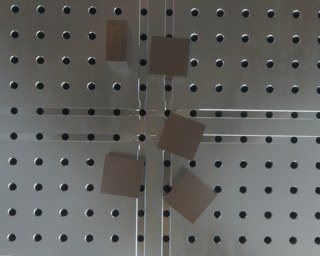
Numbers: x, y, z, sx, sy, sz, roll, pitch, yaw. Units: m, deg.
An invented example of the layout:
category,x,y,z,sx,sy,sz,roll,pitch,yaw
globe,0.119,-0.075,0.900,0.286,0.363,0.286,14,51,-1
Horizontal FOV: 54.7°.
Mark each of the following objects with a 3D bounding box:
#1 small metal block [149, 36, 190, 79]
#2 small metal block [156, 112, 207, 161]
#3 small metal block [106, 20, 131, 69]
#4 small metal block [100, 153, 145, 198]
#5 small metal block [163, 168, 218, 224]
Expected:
category,x,y,z,sx,sy,sz,roll,pitch,yaw
small metal block,0.012,-0.093,0.414,0.050,0.025,0.050,5,90,-1
small metal block,0.028,0.011,0.414,0.050,0.025,0.050,21,90,-1
small metal block,-0.053,-0.106,0.400,0.025,0.050,0.050,1,90,0
small metal block,-0.049,0.063,0.413,0.050,0.025,0.050,8,90,-1
small metal block,0.039,0.090,0.414,0.050,0.025,0.050,40,90,-1
